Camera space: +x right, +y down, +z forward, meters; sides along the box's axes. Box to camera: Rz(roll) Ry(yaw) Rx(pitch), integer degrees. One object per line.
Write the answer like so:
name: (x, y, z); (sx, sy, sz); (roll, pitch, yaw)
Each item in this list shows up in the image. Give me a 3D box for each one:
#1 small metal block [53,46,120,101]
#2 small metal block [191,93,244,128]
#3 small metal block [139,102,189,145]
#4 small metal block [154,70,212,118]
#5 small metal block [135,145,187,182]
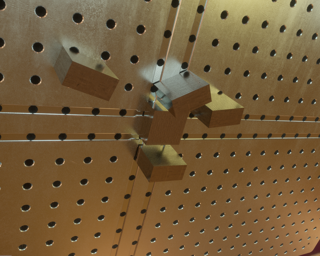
small metal block: (-0.076, -0.056, 0.318); (0.050, 0.050, 0.025); (18, 109, -35)
small metal block: (0.076, -0.025, 0.420); (0.050, 0.050, 0.025); (-7, 121, -25)
small metal block: (0.005, -0.005, 0.410); (0.050, 0.025, 0.050); (1, 118, -29)
small metal block: (0.028, -0.043, 0.383); (0.050, 0.050, 0.025); (-25, 127, -13)
small metal block: (0.001, 0.048, 0.424); (0.050, 0.050, 0.025); (1, 118, -29)
